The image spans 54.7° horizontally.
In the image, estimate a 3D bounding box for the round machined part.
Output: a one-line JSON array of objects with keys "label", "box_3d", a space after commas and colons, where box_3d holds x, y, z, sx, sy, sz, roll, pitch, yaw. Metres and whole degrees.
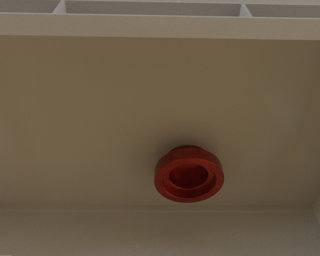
[{"label": "round machined part", "box_3d": [0.041, 0.063, 0.453, 0.099, 0.042, 0.097, -1, 130, 0]}]
